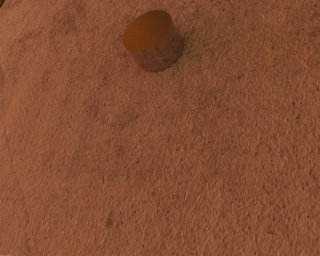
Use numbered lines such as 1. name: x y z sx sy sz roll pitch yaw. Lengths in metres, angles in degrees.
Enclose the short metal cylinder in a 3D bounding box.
1. short metal cylinder: -0.009 -0.132 0.475 0.080 0.050 0.080 -13 56 21
